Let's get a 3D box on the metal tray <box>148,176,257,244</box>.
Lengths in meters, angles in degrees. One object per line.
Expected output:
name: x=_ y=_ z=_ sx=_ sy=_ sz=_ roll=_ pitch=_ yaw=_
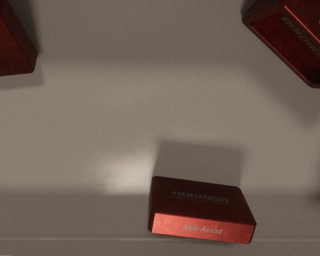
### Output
metal tray: x=0.052 y=0.107 z=0.416 sx=0.131 sy=0.090 sz=0.030 roll=8 pitch=110 yaw=-4

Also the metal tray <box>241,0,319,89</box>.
metal tray: x=0.162 y=-0.095 z=0.341 sx=0.130 sy=0.090 sz=0.030 roll=38 pitch=91 yaw=-13

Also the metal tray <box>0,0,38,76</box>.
metal tray: x=-0.219 y=-0.095 z=0.344 sx=0.131 sy=0.030 sz=0.090 roll=-6 pitch=148 yaw=1
